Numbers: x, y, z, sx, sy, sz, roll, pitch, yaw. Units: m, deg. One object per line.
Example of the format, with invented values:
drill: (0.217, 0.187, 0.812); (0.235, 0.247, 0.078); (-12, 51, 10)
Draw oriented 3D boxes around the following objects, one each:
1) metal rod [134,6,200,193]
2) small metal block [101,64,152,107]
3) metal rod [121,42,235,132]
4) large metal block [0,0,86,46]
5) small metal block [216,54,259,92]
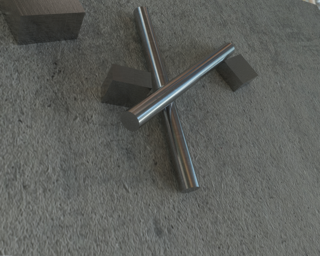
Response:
metal rod: (0.003, -0.056, 0.441); (0.025, 0.025, 0.299); (0, 62, -29)
small metal block: (-0.044, -0.052, 0.397); (0.050, 0.050, 0.025); (9, 58, -24)
metal rod: (0.045, -0.075, 0.450); (0.025, 0.025, 0.302); (46, 43, 3)
large metal block: (-0.156, -0.159, 0.401); (0.081, 0.050, 0.080); (-19, 72, -36)
small metal block: (0.134, -0.096, 0.537); (0.050, 0.025, 0.050); (-29, 78, -38)
